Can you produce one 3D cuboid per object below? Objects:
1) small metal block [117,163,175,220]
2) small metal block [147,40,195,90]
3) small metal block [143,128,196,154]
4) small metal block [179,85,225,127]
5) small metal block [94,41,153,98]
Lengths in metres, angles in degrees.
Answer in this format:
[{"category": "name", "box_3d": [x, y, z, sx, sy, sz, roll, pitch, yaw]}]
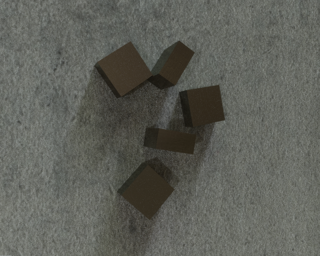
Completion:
[{"category": "small metal block", "box_3d": [-0.018, 0.081, 0.403, 0.050, 0.025, 0.050, 45, 76, -15]}, {"category": "small metal block", "box_3d": [0.012, -0.080, 0.401, 0.025, 0.050, 0.050, 34, 79, -17]}, {"category": "small metal block", "box_3d": [0.012, 0.016, 0.401, 0.050, 0.050, 0.025, 10, 87, -20]}, {"category": "small metal block", "box_3d": [0.059, -0.031, 0.432, 0.050, 0.025, 0.050, -12, 94, -20]}, {"category": "small metal block", "box_3d": [-0.046, -0.073, 0.393, 0.050, 0.025, 0.050, -37, 102, -16]}]
